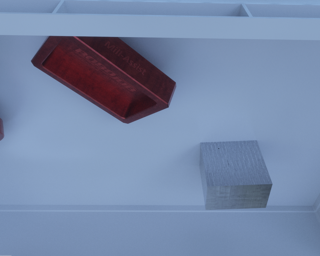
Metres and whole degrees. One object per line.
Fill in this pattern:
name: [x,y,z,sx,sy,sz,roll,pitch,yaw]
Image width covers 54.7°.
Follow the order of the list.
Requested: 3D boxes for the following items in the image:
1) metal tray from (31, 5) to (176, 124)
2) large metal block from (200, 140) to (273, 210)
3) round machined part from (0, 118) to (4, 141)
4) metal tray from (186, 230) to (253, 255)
metal tray: [-0.059,-0.058,0.330,0.130,0.030,0.090,34,150,-26]
large metal block: [0.100,0.064,0.429,0.081,0.080,0.050,-2,130,1]
round machined part: [-0.243,-0.005,0.369,0.099,0.042,0.098,-12,168,-2]
metal tray: [0.126,0.263,0.634,0.090,0.030,0.130,-31,124,23]
